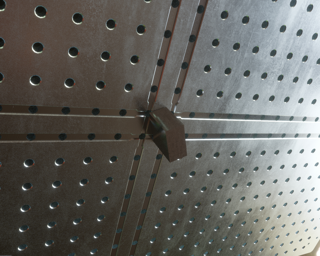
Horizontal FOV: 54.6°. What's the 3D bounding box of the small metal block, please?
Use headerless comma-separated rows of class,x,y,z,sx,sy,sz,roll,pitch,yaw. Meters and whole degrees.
small metal block,0.010,0.008,0.405,0.025,0.050,0.050,-21,127,-16
